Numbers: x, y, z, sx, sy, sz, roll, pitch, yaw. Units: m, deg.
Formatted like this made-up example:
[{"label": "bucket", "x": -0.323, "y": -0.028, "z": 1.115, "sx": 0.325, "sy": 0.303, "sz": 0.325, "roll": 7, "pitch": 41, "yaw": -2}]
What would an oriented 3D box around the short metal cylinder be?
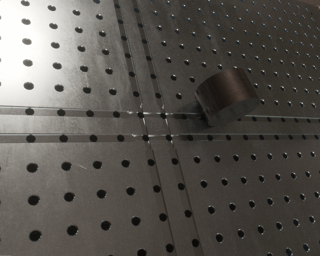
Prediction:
[{"label": "short metal cylinder", "x": 0.098, "y": -0.043, "z": 0.454, "sx": 0.081, "sy": 0.080, "sz": 0.050, "roll": -8, "pitch": 66, "yaw": -32}]
